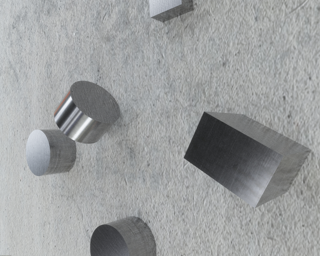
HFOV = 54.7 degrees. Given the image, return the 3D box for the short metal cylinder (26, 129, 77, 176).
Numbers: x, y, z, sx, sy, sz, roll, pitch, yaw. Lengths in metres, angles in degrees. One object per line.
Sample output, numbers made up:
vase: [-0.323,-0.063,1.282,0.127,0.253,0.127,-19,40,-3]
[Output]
short metal cylinder: [-0.193,0.042,0.548,0.080,0.050,0.079,0,90,40]

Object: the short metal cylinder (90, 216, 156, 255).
short metal cylinder: [-0.052,0.169,0.432,0.080,0.050,0.079,0,90,40]

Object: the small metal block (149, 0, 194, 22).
small metal block: [0.013,-0.170,0.394,0.050,0.025,0.050,-7,86,39]

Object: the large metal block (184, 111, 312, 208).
large metal block: [0.085,0.025,0.299,0.080,0.081,0.050,34,111,35]

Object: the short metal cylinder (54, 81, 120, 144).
short metal cylinder: [-0.107,-0.023,0.457,0.050,0.081,0.080,-45,63,31]
